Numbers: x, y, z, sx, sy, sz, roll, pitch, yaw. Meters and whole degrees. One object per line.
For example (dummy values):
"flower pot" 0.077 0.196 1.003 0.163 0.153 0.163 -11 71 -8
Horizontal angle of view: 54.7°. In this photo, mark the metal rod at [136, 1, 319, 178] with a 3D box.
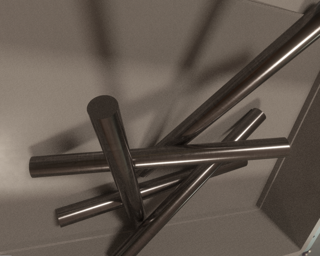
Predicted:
"metal rod" 0.063 -0.024 0.349 0.025 0.025 0.299 17 135 -36

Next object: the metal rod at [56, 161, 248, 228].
"metal rod" 0.002 0.086 0.465 0.302 0.025 0.025 -14 124 -21

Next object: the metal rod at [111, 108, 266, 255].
"metal rod" 0.049 0.079 0.451 0.301 0.025 0.025 -44 130 -12

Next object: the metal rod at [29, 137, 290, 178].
"metal rod" 0.003 0.035 0.369 0.302 0.025 0.025 -4 123 -4

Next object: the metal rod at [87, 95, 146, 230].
"metal rod" -0.038 0.070 0.367 0.025 0.025 0.299 -25 147 -13
